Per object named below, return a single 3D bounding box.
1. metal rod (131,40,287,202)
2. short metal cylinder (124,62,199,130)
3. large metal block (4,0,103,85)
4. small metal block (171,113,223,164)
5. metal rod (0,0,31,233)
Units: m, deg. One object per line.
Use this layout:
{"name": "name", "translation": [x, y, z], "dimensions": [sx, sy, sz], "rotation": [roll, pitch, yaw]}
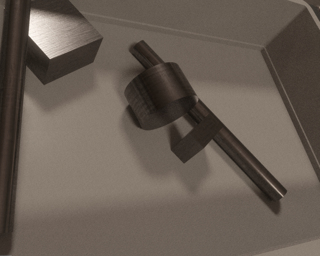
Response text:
{"name": "metal rod", "translation": [0.069, -0.013, 0.452], "dimensions": [0.300, 0.025, 0.025], "rotation": [47, 51, 4]}
{"name": "short metal cylinder", "translation": [0.002, -0.039, 0.397], "dimensions": [0.081, 0.080, 0.050], "rotation": [-18, 71, -35]}
{"name": "large metal block", "translation": [-0.133, -0.112, 0.387], "dimensions": [0.080, 0.050, 0.080], "rotation": [48, 51, 5]}
{"name": "small metal block", "translation": [0.049, 0.014, 0.409], "dimensions": [0.025, 0.050, 0.050], "rotation": [46, 51, 3]}
{"name": "metal rod", "translation": [-0.150, -0.051, 0.313], "dimensions": [0.025, 0.025, 0.299], "rotation": [5, 73, -26]}
